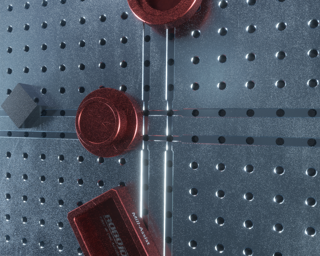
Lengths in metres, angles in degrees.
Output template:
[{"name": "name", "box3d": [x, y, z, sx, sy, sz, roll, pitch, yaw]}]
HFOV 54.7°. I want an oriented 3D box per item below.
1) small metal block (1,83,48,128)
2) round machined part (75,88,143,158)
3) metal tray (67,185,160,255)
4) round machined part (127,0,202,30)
[{"name": "small metal block", "box3d": [-0.214, -0.035, 0.488, 0.050, 0.025, 0.050, -47, 76, 14]}, {"name": "round machined part", "box3d": [-0.077, -0.007, 0.431, 0.098, 0.042, 0.097, 0, 90, 20]}, {"name": "metal tray", "box3d": [-0.063, 0.157, 0.431, 0.090, 0.030, 0.130, -31, 80, 17]}, {"name": "round machined part", "box3d": [0.010, -0.176, 0.400, 0.098, 0.042, 0.097, 0, 90, 20]}]
